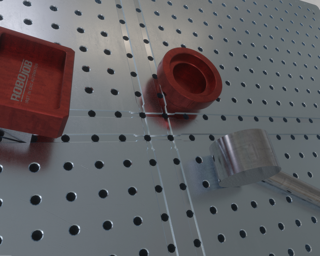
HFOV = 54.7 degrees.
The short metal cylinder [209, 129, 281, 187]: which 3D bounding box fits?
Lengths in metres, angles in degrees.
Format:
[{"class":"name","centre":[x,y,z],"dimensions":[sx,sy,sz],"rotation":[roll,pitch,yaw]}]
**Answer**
[{"class":"short metal cylinder","centre":[0.110,0.041,0.407],"dimensions":[0.081,0.080,0.050],"rotation":[2,61,-27]}]

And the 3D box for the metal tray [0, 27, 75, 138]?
[{"class":"metal tray","centre":[-0.142,-0.052,0.328],"dimensions":[0.091,0.030,0.130],"rotation":[13,39,-23]}]

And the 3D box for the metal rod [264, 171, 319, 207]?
[{"class":"metal rod","centre":[0.268,0.118,0.480],"dimensions":[0.301,0.025,0.025],"rotation":[25,53,-13]}]

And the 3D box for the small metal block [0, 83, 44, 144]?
[{"class":"small metal block","centre":[-0.157,-0.017,0.334],"dimensions":[0.050,0.025,0.050],"rotation":[18,55,-18]}]

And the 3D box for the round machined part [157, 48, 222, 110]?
[{"class":"round machined part","centre":[0.040,-0.068,0.461],"dimensions":[0.099,0.042,0.098],"rotation":[14,56,-21]}]
